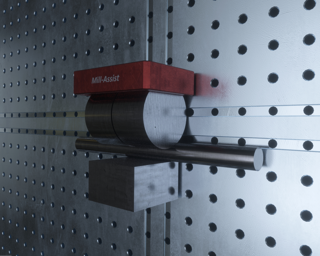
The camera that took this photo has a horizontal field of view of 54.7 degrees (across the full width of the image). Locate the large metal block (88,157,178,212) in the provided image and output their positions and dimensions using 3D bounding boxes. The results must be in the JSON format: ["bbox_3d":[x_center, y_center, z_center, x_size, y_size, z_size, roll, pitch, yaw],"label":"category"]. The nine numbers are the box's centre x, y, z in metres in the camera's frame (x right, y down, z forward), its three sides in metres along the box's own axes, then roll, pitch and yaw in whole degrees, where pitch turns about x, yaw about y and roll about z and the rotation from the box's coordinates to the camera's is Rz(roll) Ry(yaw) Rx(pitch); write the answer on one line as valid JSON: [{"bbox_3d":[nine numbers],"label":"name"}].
[{"bbox_3d":[-0.033,0.067,0.395,0.080,0.081,0.050,1,91,40],"label":"large metal block"}]

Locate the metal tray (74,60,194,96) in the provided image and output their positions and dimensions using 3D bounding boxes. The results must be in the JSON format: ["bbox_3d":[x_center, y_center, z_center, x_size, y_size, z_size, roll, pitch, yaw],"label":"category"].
[{"bbox_3d":[-0.034,-0.056,0.390,0.130,0.091,0.030,2,91,40],"label":"metal tray"}]

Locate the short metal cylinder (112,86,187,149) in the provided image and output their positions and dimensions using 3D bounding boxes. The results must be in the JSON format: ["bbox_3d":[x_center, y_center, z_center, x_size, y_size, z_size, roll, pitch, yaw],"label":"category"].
[{"bbox_3d":[-0.011,-0.016,0.379,0.050,0.081,0.079,2,92,40],"label":"short metal cylinder"}]

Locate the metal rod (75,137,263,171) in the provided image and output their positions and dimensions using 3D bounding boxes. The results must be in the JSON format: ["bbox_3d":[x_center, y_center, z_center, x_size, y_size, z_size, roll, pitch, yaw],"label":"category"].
[{"bbox_3d":[-0.014,0.029,0.415,0.300,0.025,0.025,2,91,40],"label":"metal rod"}]

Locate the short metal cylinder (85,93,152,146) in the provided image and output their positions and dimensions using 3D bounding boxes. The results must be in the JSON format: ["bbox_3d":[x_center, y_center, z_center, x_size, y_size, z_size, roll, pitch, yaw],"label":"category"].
[{"bbox_3d":[-0.051,-0.016,0.412,0.050,0.081,0.079,1,91,40],"label":"short metal cylinder"}]
